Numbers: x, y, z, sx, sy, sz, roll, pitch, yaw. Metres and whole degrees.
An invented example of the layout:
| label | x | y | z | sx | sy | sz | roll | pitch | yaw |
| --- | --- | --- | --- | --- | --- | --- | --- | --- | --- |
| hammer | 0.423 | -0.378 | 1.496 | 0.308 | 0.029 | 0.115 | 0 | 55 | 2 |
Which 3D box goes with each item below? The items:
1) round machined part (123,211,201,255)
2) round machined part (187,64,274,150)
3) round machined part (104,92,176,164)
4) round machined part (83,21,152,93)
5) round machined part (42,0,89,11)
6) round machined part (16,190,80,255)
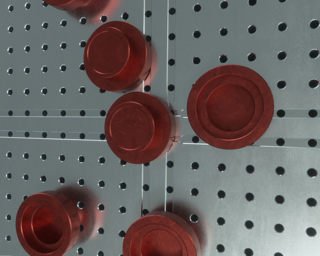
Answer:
| label | x | y | z | sx | sy | sz | roll | pitch | yaw |
| --- | --- | --- | --- | --- | --- | --- | --- | --- | --- |
| round machined part | 0.005 | 0.156 | 0.402 | 0.098 | 0.042 | 0.097 | 0 | 90 | 20 |
| round machined part | 0.085 | -0.024 | 0.374 | 0.098 | 0.042 | 0.097 | 0 | 90 | 20 |
| round machined part | -0.032 | 0.000 | 0.415 | 0.098 | 0.042 | 0.097 | 0 | 90 | 20 |
| round machined part | -0.064 | -0.099 | 0.427 | 0.098 | 0.042 | 0.097 | 0 | 90 | 20 |
| round machined part | -0.131 | -0.219 | 0.451 | 0.098 | 0.042 | 0.097 | 0 | 90 | 20 |
| round machined part | -0.160 | 0.142 | 0.461 | 0.098 | 0.042 | 0.097 | 0 | 90 | 20 |
